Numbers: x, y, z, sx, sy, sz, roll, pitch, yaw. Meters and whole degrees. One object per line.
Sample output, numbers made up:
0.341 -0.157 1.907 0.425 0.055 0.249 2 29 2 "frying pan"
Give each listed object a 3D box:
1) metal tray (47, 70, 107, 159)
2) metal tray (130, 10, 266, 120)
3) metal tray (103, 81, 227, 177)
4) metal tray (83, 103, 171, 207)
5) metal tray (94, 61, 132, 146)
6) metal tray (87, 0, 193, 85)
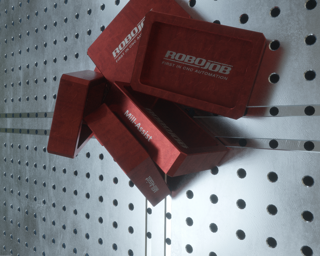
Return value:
-0.100 -0.025 0.394 0.030 0.130 0.089 14 102 -4 "metal tray"
0.039 -0.070 0.343 0.130 0.030 0.089 17 102 15 "metal tray"
0.005 -0.003 0.362 0.130 0.091 0.030 46 117 30 "metal tray"
-0.036 0.037 0.377 0.030 0.130 0.090 -38 60 -9 "metal tray"
-0.071 -0.049 0.466 0.090 0.030 0.129 46 117 29 "metal tray"
-0.026 -0.114 0.404 0.130 0.030 0.090 -44 66 15 "metal tray"
